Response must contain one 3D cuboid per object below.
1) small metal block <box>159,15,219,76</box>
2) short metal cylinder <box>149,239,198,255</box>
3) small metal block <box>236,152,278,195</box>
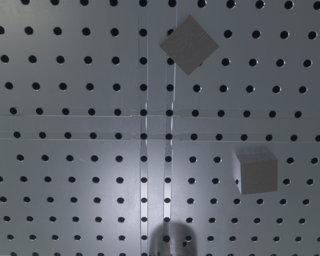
[{"bbox_3d":[0.035,-0.101,0.377,0.050,0.025,0.050,-43,105,14],"label":"small metal block"},{"bbox_3d":[0.021,0.222,0.482,0.081,0.050,0.079,0,110,0],"label":"short metal cylinder"},{"bbox_3d":[0.137,0.064,0.438,0.050,0.025,0.050,-6,110,2],"label":"small metal block"}]
